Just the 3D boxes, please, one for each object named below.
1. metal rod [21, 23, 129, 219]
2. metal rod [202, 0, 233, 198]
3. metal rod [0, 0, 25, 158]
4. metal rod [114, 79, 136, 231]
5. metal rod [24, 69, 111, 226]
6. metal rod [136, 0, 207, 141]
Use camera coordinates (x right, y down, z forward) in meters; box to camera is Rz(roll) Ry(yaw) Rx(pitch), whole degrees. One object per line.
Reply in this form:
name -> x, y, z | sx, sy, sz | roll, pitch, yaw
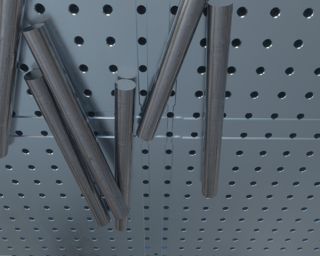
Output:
metal rod -> -0.096, 0.015, 0.405 | 0.025, 0.025, 0.299 | -11, 124, 9
metal rod -> 0.070, -0.011, 0.402 | 0.025, 0.025, 0.298 | -3, 130, 2
metal rod -> -0.173, -0.072, 0.348 | 0.025, 0.025, 0.298 | 17, 128, -14
metal rod -> -0.055, 0.062, 0.463 | 0.025, 0.025, 0.298 | 4, 130, -4
metal rod -> -0.122, 0.051, 0.453 | 0.025, 0.025, 0.299 | -7, 130, 5
metal rod -> 0.023, -0.100, 0.326 | 0.025, 0.025, 0.298 | 13, 129, -11
